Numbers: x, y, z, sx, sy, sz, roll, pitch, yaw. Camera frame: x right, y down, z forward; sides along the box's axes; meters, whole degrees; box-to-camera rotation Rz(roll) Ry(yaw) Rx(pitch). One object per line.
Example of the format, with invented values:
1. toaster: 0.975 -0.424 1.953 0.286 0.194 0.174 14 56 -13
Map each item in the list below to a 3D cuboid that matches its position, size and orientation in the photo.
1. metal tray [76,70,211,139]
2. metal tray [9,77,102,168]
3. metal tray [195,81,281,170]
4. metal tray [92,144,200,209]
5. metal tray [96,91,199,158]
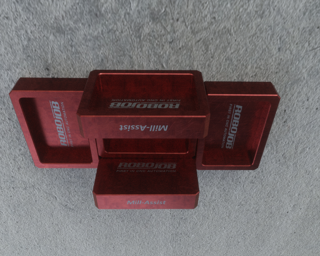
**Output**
1. metal tray: -0.016 -0.029 0.341 0.131 0.090 0.030 0 130 -1
2. metal tray: -0.127 -0.002 0.402 0.091 0.030 0.129 0 130 -1
3. metal tray: 0.094 0.001 0.408 0.091 0.030 0.129 0 130 -1
4. metal tray: -0.017 0.063 0.418 0.131 0.090 0.030 0 130 -1
5. metal tray: -0.017 -0.003 0.403 0.131 0.030 0.089 0 130 -1
